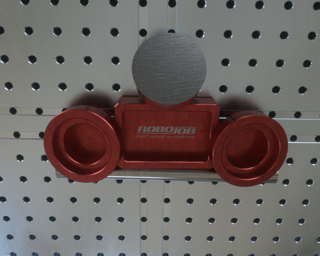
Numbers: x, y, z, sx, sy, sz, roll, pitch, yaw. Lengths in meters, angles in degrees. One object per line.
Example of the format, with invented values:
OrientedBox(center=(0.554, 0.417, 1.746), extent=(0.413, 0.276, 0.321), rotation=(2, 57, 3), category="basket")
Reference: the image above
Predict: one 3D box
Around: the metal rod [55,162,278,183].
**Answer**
OrientedBox(center=(0.010, 0.061, 0.432), extent=(0.302, 0.025, 0.025), rotation=(2, 110, -1), category="metal rod")

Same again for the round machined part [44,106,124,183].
OrientedBox(center=(-0.094, 0.018, 0.401), extent=(0.099, 0.042, 0.097), rotation=(2, 108, 7), category="round machined part")

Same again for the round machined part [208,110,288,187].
OrientedBox(center=(0.110, 0.024, 0.405), extent=(0.099, 0.042, 0.097), rotation=(-3, 109, -8), category="round machined part")

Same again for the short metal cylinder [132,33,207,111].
OrientedBox(center=(0.010, -0.062, 0.358), extent=(0.081, 0.050, 0.080), rotation=(0, 84, 0), category="short metal cylinder")

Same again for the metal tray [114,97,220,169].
OrientedBox(center=(0.008, 0.007, 0.408), extent=(0.131, 0.030, 0.089), rotation=(1, 111, -1), category="metal tray")
